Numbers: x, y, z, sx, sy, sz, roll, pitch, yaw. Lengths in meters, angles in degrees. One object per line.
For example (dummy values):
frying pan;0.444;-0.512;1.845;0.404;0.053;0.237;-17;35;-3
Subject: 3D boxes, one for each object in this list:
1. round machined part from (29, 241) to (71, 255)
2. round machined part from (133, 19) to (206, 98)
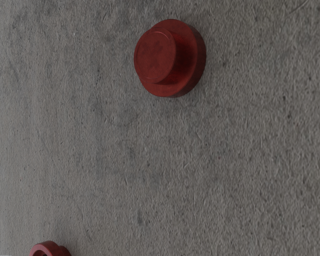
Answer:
round machined part;-0.190;0.250;0.551;0.098;0.042;0.097;0;90;40
round machined part;0.005;-0.088;0.390;0.098;0.042;0.097;0;90;40
